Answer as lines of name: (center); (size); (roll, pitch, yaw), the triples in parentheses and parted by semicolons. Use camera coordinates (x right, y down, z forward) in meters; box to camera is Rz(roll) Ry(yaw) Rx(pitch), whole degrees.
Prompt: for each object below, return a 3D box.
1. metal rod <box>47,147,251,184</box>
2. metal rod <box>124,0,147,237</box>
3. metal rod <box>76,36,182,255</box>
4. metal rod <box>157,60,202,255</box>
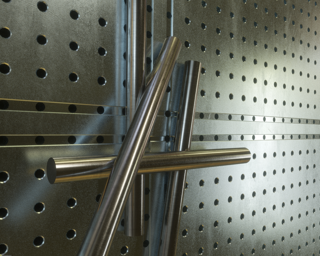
metal rod: (0.015, 0.041, 0.386); (0.302, 0.025, 0.025); (1, 90, -40)
metal rod: (-0.030, -0.020, 0.382); (0.025, 0.025, 0.298); (1, 90, -40)
metal rod: (-0.021, 0.002, 0.338); (0.025, 0.025, 0.300); (44, 48, -31)
metal rod: (0.026, 0.053, 0.429); (0.025, 0.025, 0.299); (14, 81, -39)
